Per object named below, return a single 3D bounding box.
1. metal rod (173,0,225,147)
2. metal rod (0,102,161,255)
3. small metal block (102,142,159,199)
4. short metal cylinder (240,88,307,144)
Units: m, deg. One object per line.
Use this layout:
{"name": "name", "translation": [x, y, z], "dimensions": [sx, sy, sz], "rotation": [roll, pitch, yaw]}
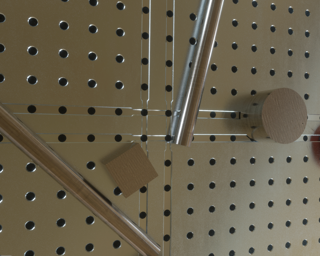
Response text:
{"name": "metal rod", "translation": [0.064, -0.121, 0.435], "dimensions": [0.025, 0.025, 0.299], "rotation": [15, 85, -20]}
{"name": "metal rod", "translation": [-0.109, 0.060, 0.372], "dimensions": [0.300, 0.025, 0.025], "rotation": [46, 76, -14]}
{"name": "small metal block", "translation": [-0.039, 0.053, 0.398], "dimensions": [0.050, 0.025, 0.050], "rotation": [-33, 101, -17]}
{"name": "short metal cylinder", "translation": [0.169, -0.017, 0.461], "dimensions": [0.081, 0.050, 0.080], "rotation": [0, 90, -20]}
